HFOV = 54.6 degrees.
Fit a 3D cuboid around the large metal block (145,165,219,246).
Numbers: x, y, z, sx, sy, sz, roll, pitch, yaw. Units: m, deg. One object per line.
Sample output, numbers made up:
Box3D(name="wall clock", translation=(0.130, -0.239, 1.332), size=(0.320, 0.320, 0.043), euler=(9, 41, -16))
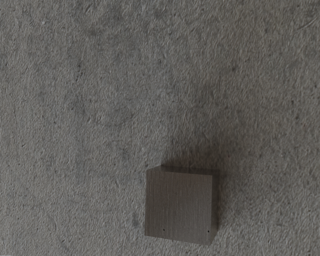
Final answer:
Box3D(name="large metal block", translation=(0.029, 0.092, 0.386), size=(0.080, 0.050, 0.080), euler=(2, 91, 20))
